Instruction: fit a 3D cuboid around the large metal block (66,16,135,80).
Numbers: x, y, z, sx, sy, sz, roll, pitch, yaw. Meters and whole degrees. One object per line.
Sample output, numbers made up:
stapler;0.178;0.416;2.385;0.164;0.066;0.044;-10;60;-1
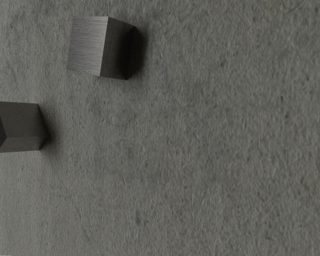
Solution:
large metal block;-0.090;-0.118;0.460;0.080;0.050;0.079;17;101;38

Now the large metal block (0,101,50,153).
large metal block;-0.269;-0.002;0.587;0.050;0.081;0.080;-43;65;31
